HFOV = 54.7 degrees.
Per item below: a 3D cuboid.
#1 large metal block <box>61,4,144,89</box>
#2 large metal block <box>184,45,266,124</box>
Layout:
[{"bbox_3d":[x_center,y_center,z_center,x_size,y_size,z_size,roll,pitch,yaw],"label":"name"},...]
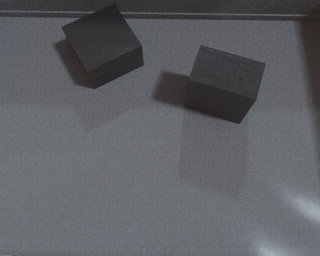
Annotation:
[{"bbox_3d":[-0.078,-0.115,0.438,0.080,0.050,0.080,-28,73,-10],"label":"large metal block"},{"bbox_3d":[0.079,-0.053,0.400,0.080,0.080,0.050,18,71,6],"label":"large metal block"}]
